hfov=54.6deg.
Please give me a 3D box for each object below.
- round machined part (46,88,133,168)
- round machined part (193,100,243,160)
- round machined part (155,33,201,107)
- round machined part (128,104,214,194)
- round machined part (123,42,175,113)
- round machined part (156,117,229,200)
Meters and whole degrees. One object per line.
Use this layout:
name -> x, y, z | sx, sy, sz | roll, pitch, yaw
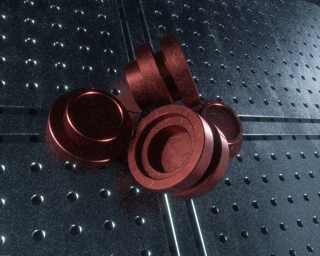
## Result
round machined part -> -0.077, -0.006, 0.359 | 0.099, 0.042, 0.098 | 13, 56, -21
round machined part -> 0.077, 0.001, 0.438 | 0.099, 0.042, 0.098 | 13, 56, -21
round machined part -> 0.016, -0.069, 0.403 | 0.042, 0.098, 0.098 | -22, 68, 6
round machined part -> 0.015, 0.026, 0.347 | 0.042, 0.098, 0.098 | 34, 43, -48
round machined part -> -0.015, -0.058, 0.403 | 0.042, 0.098, 0.098 | -22, 68, 6
round machined part -> 0.037, 0.037, 0.370 | 0.042, 0.098, 0.098 | 35, 43, -48
